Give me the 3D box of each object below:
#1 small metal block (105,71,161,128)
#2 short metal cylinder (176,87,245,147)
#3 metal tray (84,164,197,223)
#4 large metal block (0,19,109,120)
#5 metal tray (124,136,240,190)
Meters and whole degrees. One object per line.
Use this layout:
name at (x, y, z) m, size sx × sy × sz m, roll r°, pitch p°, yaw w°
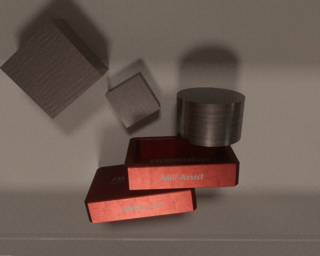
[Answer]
small metal block at (-0.034, -0.037, 0.397) m, size 0.050 × 0.025 × 0.050 m, roll -29°, pitch 108°, yaw 10°
short metal cylinder at (0.060, -0.016, 0.377) m, size 0.081 × 0.080 × 0.050 m, roll 1°, pitch 110°, yaw -1°
metal tray at (-0.023, 0.077, 0.404) m, size 0.131 × 0.090 × 0.030 m, roll -7°, pitch 110°, yaw 2°
large metal block at (-0.122, -0.071, 0.370) m, size 0.080 × 0.050 × 0.080 m, roll -38°, pitch 106°, yaw 12°
metal tray at (0.025, 0.040, 0.391) m, size 0.131 × 0.090 × 0.030 m, roll -2°, pitch 110°, yaw 0°
